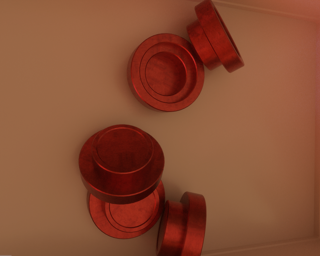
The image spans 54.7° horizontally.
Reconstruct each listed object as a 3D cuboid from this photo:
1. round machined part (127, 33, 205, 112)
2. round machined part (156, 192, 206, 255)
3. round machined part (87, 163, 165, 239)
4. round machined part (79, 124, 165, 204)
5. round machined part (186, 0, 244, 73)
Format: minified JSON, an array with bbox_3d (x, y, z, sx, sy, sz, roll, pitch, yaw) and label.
[{"bbox_3d":[0.005,-0.069,0.403,0.099,0.042,0.097,0,90,-20],"label":"round machined part"},{"bbox_3d":[0.023,0.127,0.383,0.042,0.098,0.098,13,86,-3],"label":"round machined part"},{"bbox_3d":[-0.039,0.091,0.387,0.099,0.042,0.097,0,90,-20],"label":"round machined part"},{"bbox_3d":[-0.043,0.034,0.357,0.099,0.042,0.098,5,50,-5],"label":"round machined part"},{"bbox_3d":[0.069,-0.115,0.408,0.042,0.098,0.098,-27,102,21],"label":"round machined part"}]
